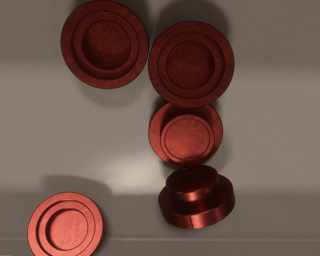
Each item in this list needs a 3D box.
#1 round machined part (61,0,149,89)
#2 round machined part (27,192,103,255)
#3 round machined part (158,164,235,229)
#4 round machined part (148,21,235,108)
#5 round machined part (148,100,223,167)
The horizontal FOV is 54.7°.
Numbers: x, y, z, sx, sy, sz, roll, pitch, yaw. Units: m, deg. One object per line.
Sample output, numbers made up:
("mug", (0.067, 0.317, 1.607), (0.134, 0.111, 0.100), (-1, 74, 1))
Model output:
("round machined part", (-0.062, -0.098, 0.365), (0.099, 0.042, 0.097), (0, 110, -1))
("round machined part", (-0.130, 0.142, 0.435), (0.099, 0.042, 0.098), (3, 68, -8))
("round machined part", (0.045, 0.082, 0.403), (0.099, 0.098, 0.042), (-13, 109, 4))
("round machined part", (0.035, -0.075, 0.371), (0.099, 0.042, 0.097), (0, 102, -1))
("round machined part", (0.034, 0.008, 0.406), (0.099, 0.042, 0.097), (0, 110, -1))
